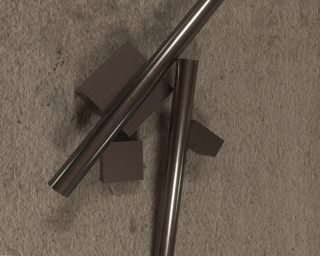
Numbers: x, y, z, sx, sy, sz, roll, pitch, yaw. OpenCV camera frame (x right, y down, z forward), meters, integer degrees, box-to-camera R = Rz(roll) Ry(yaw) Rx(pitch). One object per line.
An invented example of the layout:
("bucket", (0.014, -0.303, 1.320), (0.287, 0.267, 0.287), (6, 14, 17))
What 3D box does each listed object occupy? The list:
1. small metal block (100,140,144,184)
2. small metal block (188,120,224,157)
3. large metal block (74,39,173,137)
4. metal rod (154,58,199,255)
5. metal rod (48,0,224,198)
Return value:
("small metal block", (-0.049, 0.041, 0.392), (0.050, 0.025, 0.050), (-2, 91, -20))
("small metal block", (0.049, 0.013, 0.415), (0.050, 0.050, 0.025), (35, 79, -17))
("large metal block", (-0.045, -0.046, 0.380), (0.080, 0.050, 0.080), (46, 76, -15))
("metal rod", (0.016, 0.067, 0.383), (0.025, 0.025, 0.298), (2, 102, -20))
("metal rod", (-0.016, -0.053, 0.350), (0.025, 0.025, 0.300), (41, 77, -16))
